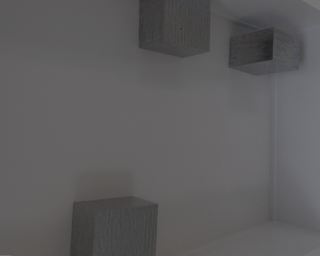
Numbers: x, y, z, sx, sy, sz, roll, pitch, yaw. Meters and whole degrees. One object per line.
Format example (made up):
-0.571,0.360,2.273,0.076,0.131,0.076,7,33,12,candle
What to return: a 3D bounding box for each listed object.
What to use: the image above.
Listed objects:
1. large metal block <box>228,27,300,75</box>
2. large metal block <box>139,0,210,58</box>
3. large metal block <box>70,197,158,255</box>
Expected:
0.173,-0.123,0.515,0.081,0.080,0.050,5,87,-40,large metal block
0.020,-0.142,0.407,0.081,0.050,0.080,1,90,-40,large metal block
-0.051,0.124,0.348,0.081,0.050,0.080,5,87,-40,large metal block
